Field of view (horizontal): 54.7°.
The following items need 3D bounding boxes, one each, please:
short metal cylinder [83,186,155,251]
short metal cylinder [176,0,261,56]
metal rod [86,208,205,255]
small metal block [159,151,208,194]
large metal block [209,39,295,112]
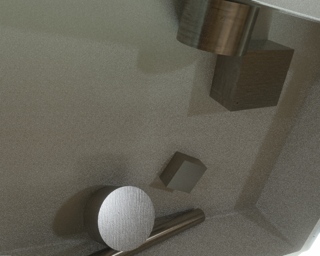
[{"bbox_3d":[-0.054,0.118,0.413,0.081,0.050,0.080,7,78,-33],"label":"short metal cylinder"},{"bbox_3d":[0.062,-0.115,0.338,0.081,0.080,0.050,-3,120,-28],"label":"short metal cylinder"},{"bbox_3d":[-0.042,0.170,0.442,0.302,0.025,0.025,-8,124,-42],"label":"metal rod"},{"bbox_3d":[0.036,0.068,0.473,0.050,0.025,0.050,23,106,-37],"label":"small metal block"},{"bbox_3d":[0.121,-0.072,0.416,0.081,0.050,0.079,-8,122,-25],"label":"large metal block"}]
